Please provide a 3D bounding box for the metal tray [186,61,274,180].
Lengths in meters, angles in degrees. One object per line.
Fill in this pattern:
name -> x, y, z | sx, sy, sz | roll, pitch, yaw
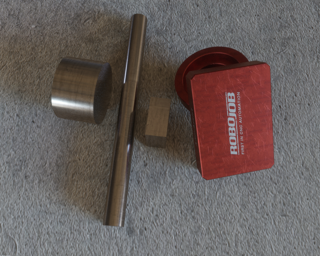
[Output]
metal tray -> 0.085, -0.008, 0.371 | 0.091, 0.030, 0.129 | -10, 108, -4

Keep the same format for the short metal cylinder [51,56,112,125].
short metal cylinder -> -0.097, -0.048, 0.396 | 0.050, 0.080, 0.080 | 10, 70, 3

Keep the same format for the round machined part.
round machined part -> 0.072, -0.056, 0.410 | 0.098, 0.042, 0.098 | -8, 60, 15

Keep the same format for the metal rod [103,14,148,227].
metal rod -> -0.043, -0.024, 0.416 | 0.025, 0.025, 0.299 | 4, 70, 1

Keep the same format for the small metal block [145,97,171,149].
small metal block -> -0.002, -0.006, 0.397 | 0.025, 0.050, 0.050 | 7, 70, 2
